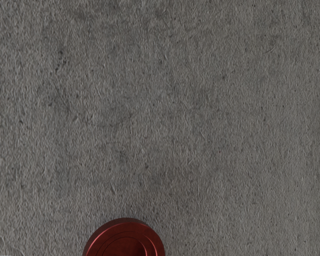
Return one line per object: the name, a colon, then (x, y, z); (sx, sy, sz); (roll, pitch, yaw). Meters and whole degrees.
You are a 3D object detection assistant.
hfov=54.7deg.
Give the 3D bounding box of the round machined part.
round machined part: (-0.047, 0.159, 0.383); (0.099, 0.042, 0.097); (0, 90, -20)
